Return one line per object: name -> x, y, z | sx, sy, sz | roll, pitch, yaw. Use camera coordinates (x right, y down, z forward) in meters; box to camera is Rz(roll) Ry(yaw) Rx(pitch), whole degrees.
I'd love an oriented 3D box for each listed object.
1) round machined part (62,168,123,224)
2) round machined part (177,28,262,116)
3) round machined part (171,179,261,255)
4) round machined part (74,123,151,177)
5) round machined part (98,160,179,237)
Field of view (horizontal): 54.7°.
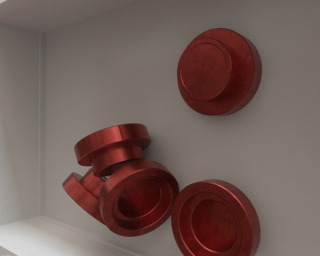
round machined part -> -0.085, 0.093, 0.438 | 0.098, 0.098, 0.042 | 34, 79, 34
round machined part -> 0.058, -0.062, 0.346 | 0.098, 0.042, 0.097 | 0, 90, 39
round machined part -> 0.064, 0.105, 0.342 | 0.098, 0.042, 0.097 | 0, 90, 39
round machined part -> -0.058, 0.033, 0.405 | 0.098, 0.099, 0.042 | -31, 71, 35
round machined part -> -0.029, 0.082, 0.386 | 0.042, 0.099, 0.097 | 42, 118, 55
